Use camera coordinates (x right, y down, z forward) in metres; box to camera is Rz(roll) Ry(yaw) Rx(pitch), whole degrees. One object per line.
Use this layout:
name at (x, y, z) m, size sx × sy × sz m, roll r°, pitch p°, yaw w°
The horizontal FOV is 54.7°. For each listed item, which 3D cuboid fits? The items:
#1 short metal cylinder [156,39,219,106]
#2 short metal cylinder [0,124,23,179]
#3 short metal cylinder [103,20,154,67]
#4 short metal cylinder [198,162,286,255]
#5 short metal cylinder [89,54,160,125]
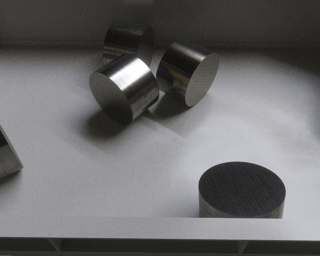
short metal cylinder at (0.039, -0.077, 0.434) m, size 0.050 × 0.080 × 0.080 m, roll 32°, pitch 57°, yaw 24°
short metal cylinder at (-0.198, 0.022, 0.349) m, size 0.050 × 0.080 × 0.080 m, roll -29°, pitch 56°, yaw -22°
short metal cylinder at (-0.045, -0.117, 0.468) m, size 0.050 × 0.080 × 0.080 m, roll 14°, pitch 51°, yaw 11°
short metal cylinder at (0.079, 0.077, 0.308) m, size 0.080 × 0.050 × 0.080 m, roll -4°, pitch 29°, yaw 2°
short metal cylinder at (-0.048, -0.051, 0.412) m, size 0.080 × 0.080 × 0.050 m, roll 33°, pitch 58°, yaw 25°
